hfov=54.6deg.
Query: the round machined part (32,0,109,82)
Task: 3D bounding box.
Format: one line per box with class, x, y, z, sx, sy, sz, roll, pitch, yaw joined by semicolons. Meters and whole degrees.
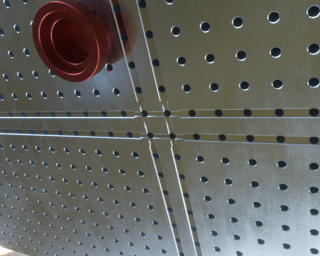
round machined part;-0.106;-0.111;0.389;0.098;0.042;0.097;13;124;21
